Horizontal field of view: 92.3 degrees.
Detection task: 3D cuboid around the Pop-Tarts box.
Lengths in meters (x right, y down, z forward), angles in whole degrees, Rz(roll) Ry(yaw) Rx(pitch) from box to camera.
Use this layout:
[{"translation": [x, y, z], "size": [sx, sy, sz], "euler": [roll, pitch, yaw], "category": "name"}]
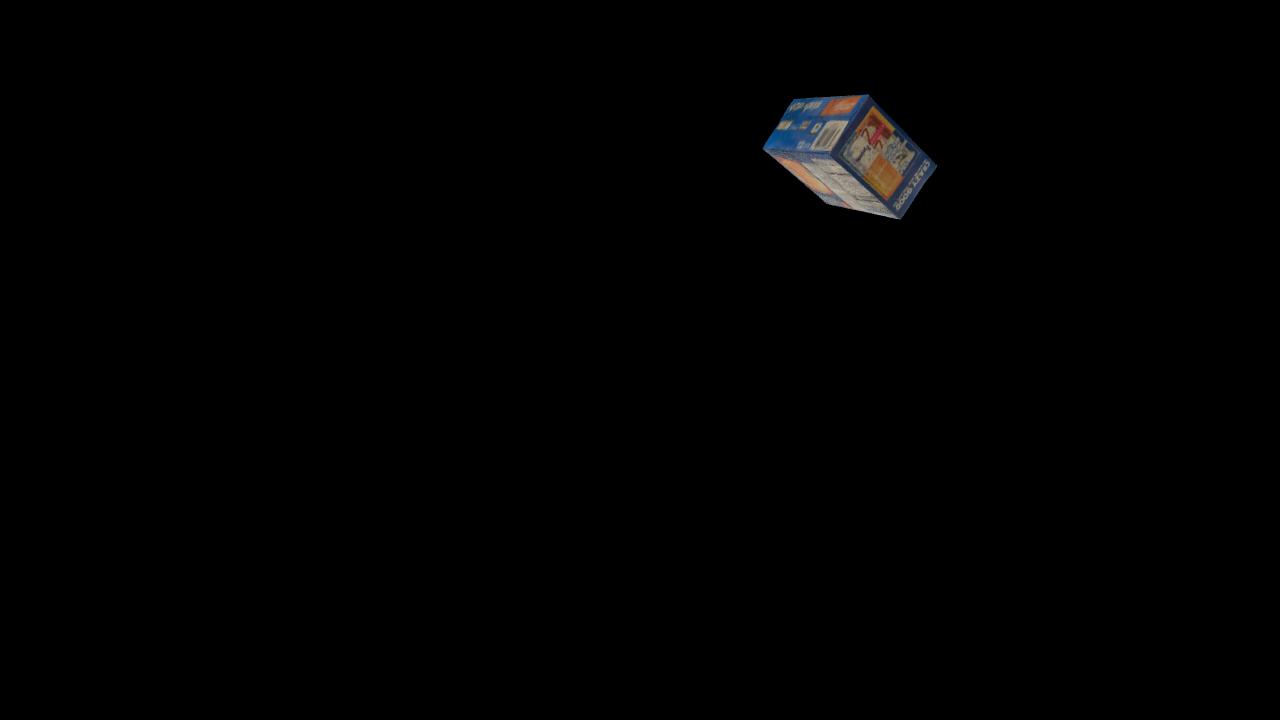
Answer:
[{"translation": [0.267, -0.266, 0.801], "size": [0.141, 0.083, 0.167], "euler": [31, 9, -25], "category": "Pop-Tarts box"}]
